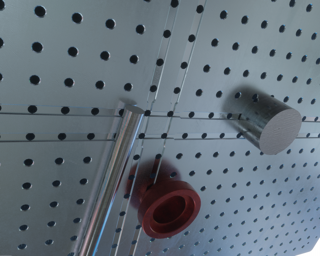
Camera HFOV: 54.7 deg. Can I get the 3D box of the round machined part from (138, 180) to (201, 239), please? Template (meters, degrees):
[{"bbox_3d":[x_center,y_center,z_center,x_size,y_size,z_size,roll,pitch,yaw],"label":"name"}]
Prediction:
[{"bbox_3d":[0.011,0.120,0.480,0.099,0.042,0.097,-14,124,-21],"label":"round machined part"}]

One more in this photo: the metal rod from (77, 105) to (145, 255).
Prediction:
[{"bbox_3d":[-0.079,0.107,0.433,0.025,0.025,0.298,7,115,-32],"label":"metal rod"}]

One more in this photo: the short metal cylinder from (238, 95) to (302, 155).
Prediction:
[{"bbox_3d":[0.172,-0.005,0.486,0.081,0.050,0.079,-14,124,-21],"label":"short metal cylinder"}]
